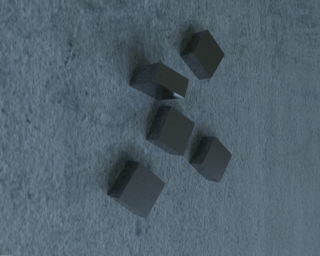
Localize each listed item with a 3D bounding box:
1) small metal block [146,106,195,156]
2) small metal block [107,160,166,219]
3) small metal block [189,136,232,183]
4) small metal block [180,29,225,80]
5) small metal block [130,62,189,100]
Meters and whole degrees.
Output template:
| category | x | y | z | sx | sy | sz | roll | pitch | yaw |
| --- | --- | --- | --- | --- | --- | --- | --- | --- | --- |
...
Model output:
| category | x | y | z | sx | sy | sz | roll | pitch | yaw |
| --- | --- | --- | --- | --- | --- | --- | --- | --- | --- |
| small metal block | 0.015 | 0.004 | 0.420 | 0.050 | 0.025 | 0.050 | 34 | 69 | -35 |
| small metal block | -0.028 | 0.076 | 0.383 | 0.050 | 0.025 | 0.050 | 45 | 63 | -31 |
| small metal block | 0.079 | 0.047 | 0.473 | 0.050 | 0.025 | 0.050 | 45 | 63 | -31 |
| small metal block | 0.064 | -0.108 | 0.461 | 0.050 | 0.025 | 0.050 | 45 | 63 | -31 |
| small metal block | -0.001 | -0.057 | 0.390 | 0.050 | 0.050 | 0.025 | 23 | 75 | -38 |
